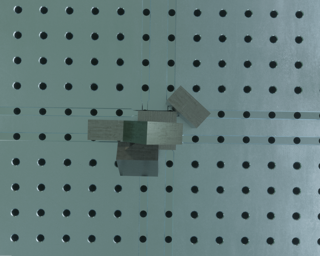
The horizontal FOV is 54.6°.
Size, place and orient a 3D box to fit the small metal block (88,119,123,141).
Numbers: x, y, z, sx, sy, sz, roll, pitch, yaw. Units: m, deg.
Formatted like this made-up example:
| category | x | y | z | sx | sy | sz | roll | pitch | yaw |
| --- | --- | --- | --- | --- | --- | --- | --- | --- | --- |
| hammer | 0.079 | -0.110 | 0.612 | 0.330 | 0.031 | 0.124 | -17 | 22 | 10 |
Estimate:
| category | x | y | z | sx | sy | sz | roll | pitch | yaw |
| --- | --- | --- | --- | --- | --- | --- | --- | --- | --- |
| small metal block | -0.062 | 0.002 | 0.400 | 0.050 | 0.050 | 0.025 | 2 | 91 | 1 |

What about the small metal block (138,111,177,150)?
| category | x | y | z | sx | sy | sz | roll | pitch | yaw |
| --- | --- | --- | --- | --- | --- | --- | --- | --- | --- |
| small metal block | -0.004 | 0.003 | 0.413 | 0.050 | 0.025 | 0.050 | 2 | 90 | -1 |

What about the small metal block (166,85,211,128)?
| category | x | y | z | sx | sy | sz | roll | pitch | yaw |
| --- | --- | --- | --- | --- | --- | --- | --- | --- | --- |
| small metal block | 0.035 | -0.026 | 0.401 | 0.050 | 0.050 | 0.025 | 43 | 90 | 0 |

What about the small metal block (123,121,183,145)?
| category | x | y | z | sx | sy | sz | roll | pitch | yaw |
| --- | --- | --- | --- | --- | --- | --- | --- | --- | --- |
| small metal block | -0.009 | 0.005 | 0.366 | 0.050 | 0.050 | 0.025 | 2 | 91 | -37 |

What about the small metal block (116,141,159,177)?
| category | x | y | z | sx | sy | sz | roll | pitch | yaw |
| --- | --- | --- | --- | --- | --- | --- | --- | --- | --- |
| small metal block | -0.027 | 0.041 | 0.398 | 0.050 | 0.050 | 0.025 | 1 | 59 | 0 |
